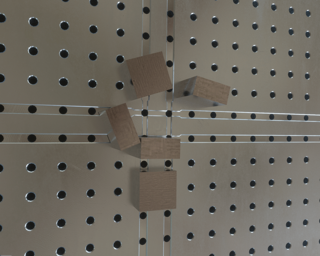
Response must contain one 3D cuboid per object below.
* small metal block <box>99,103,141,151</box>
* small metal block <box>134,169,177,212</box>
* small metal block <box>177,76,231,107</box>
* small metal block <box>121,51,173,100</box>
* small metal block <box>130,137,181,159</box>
[{"bbox_3d":[-0.051,-0.002,0.380,0.025,0.050,0.050,-22,98,-18],"label":"small metal block"},{"bbox_3d":[-0.006,0.081,0.410,0.050,0.025,0.050,1,90,-20],"label":"small metal block"},{"bbox_3d":[0.058,-0.048,0.420,0.050,0.050,0.025,14,85,-20],"label":"small metal block"},{"bbox_3d":[-0.017,-0.068,0.406,0.050,0.025,0.050,-19,97,-19],"label":"small metal block"},{"bbox_3d":[-0.007,0.025,0.397,0.050,0.050,0.025,2,90,-20],"label":"small metal block"}]
